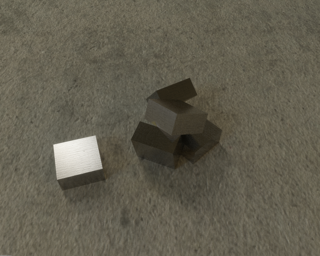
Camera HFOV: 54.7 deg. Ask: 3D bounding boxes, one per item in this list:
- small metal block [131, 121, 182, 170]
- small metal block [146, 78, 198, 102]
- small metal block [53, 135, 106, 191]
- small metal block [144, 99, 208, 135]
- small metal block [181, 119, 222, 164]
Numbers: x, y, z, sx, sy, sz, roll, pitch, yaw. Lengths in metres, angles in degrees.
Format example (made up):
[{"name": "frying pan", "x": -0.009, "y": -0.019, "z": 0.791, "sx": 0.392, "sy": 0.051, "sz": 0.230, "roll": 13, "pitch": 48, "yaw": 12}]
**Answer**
[{"name": "small metal block", "x": -0.002, "y": 0.021, "z": 0.366, "sx": 0.050, "sy": 0.050, "sz": 0.025, "roll": 18, "pitch": 65, "yaw": 14}, {"name": "small metal block", "x": 0.015, "y": -0.042, "z": 0.419, "sx": 0.050, "sy": 0.050, "sz": 0.025, "roll": -24, "pitch": 91, "yaw": -19}, {"name": "small metal block", "x": -0.096, "y": 0.041, "z": 0.368, "sx": 0.050, "sy": 0.025, "sz": 0.050, "roll": -13, "pitch": 51, "yaw": -11}, {"name": "small metal block", "x": 0.019, "y": -0.014, "z": 0.363, "sx": 0.050, "sy": 0.025, "sz": 0.050, "roll": -3, "pitch": 25, "yaw": -41}, {"name": "small metal block", "x": 0.042, "y": 0.010, "z": 0.395, "sx": 0.050, "sy": 0.025, "sz": 0.050, "roll": -36, "pitch": 59, "yaw": -27}]
